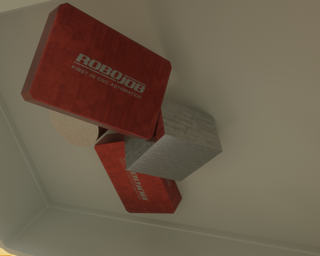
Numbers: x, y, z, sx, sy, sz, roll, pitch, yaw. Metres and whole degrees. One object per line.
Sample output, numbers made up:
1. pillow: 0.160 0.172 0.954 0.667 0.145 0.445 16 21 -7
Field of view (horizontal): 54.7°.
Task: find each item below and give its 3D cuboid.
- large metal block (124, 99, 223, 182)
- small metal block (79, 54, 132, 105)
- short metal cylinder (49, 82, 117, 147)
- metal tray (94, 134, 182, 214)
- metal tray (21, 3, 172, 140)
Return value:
1. large metal block: 0.013 0.018 0.371 0.081 0.050 0.080 17 137 -31
2. small metal block: -0.065 -0.058 0.393 0.050 0.025 0.050 -37 99 10
3. short metal cylinder: -0.106 -0.021 0.433 0.080 0.050 0.079 13 124 20
4. metal tray: -0.032 0.068 0.463 0.090 0.030 0.129 -9 114 31
5. metal tray: -0.055 -0.049 0.307 0.131 0.090 0.030 22 168 -36
